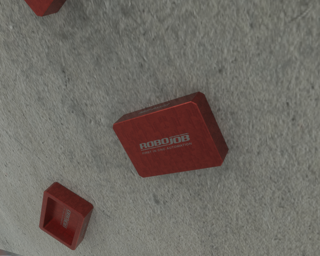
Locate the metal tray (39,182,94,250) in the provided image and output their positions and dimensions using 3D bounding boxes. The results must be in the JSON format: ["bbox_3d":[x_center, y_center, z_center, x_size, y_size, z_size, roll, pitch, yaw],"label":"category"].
[{"bbox_3d":[-0.186,0.175,0.606,0.090,0.030,0.129,30,128,8],"label":"metal tray"}]

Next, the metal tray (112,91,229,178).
[{"bbox_3d":[0.012,0.014,0.405,0.130,0.030,0.090,-15,111,33],"label":"metal tray"}]

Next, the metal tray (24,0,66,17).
[{"bbox_3d":[-0.125,-0.201,0.343,0.130,0.030,0.090,-32,101,37],"label":"metal tray"}]
